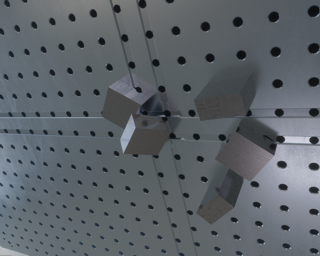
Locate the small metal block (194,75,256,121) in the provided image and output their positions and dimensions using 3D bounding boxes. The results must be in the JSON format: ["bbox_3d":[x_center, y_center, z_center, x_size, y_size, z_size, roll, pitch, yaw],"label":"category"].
[{"bbox_3d":[0.071,-0.033,0.337,0.050,0.050,0.025,-7,115,31],"label":"small metal block"}]

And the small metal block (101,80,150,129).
[{"bbox_3d":[-0.047,-0.028,0.419,0.050,0.025,0.050,29,128,9],"label":"small metal block"}]

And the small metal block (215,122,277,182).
[{"bbox_3d":[0.103,0.029,0.375,0.050,0.025,0.050,33,129,6],"label":"small metal block"}]

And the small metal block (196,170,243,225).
[{"bbox_3d":[0.079,0.092,0.410,0.025,0.050,0.050,38,129,3],"label":"small metal block"}]

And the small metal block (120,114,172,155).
[{"bbox_3d":[-0.020,0.010,0.411,0.050,0.025,0.050,5,134,-26],"label":"small metal block"}]
